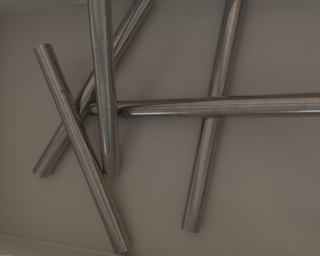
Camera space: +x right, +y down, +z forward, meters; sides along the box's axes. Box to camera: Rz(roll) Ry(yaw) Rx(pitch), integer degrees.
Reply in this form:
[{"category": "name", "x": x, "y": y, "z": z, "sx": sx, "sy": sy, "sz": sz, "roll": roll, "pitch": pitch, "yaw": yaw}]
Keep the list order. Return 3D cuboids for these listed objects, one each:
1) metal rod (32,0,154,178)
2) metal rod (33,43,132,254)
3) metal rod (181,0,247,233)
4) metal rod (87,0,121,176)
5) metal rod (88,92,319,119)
[{"category": "metal rod", "x": -0.100, "y": -0.053, "z": 0.444, "sx": 0.025, "sy": 0.025, "sz": 0.299, "roll": 37, "pitch": 101, "yaw": 16}, {"category": "metal rod", "x": -0.106, "y": 0.028, "z": 0.426, "sx": 0.025, "sy": 0.025, "sz": 0.299, "roll": -21, "pitch": 91, "yaw": 18}, {"category": "metal rod", "x": 0.067, "y": -0.017, "z": 0.386, "sx": 0.025, "sy": 0.025, "sz": 0.298, "roll": 12, "pitch": 94, "yaw": 19}, {"category": "metal rod", "x": -0.066, "y": -0.071, "z": 0.365, "sx": 0.025, "sy": 0.025, "sz": 0.298, "roll": 12, "pitch": 120, "yaw": 19}, {"category": "metal rod", "x": 0.039, "y": -0.024, "z": 0.372, "sx": 0.300, "sy": 0.025, "sz": 0.025, "roll": 0, "pitch": 90, "yaw": 28}]
